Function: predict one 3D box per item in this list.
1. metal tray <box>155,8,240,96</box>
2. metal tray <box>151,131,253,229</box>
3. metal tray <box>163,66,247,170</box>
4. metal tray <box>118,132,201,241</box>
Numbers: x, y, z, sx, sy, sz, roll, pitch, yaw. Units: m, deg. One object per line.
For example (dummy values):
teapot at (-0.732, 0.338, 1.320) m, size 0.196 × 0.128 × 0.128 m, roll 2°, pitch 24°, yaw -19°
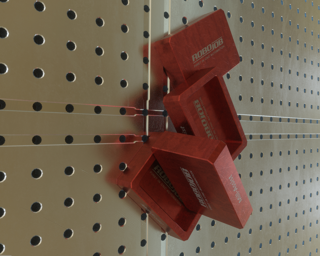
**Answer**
metal tray at (0.061, -0.111, 0.459) m, size 0.131 × 0.030 × 0.090 m, roll -39°, pitch 114°, yaw -33°
metal tray at (0.053, 0.065, 0.383) m, size 0.030 × 0.090 × 0.130 m, roll -50°, pitch 130°, yaw -29°
metal tray at (0.066, -0.006, 0.423) m, size 0.091 × 0.030 × 0.129 m, roll -40°, pitch 115°, yaw -33°
metal tray at (0.014, 0.079, 0.419) m, size 0.130 × 0.030 × 0.090 m, roll 51°, pitch 60°, yaw -28°
